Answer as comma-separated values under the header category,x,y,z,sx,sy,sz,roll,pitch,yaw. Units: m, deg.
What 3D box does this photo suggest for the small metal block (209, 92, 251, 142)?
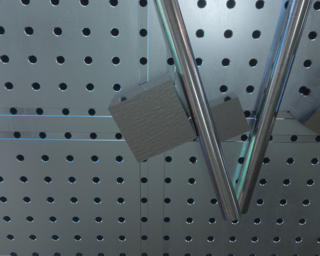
category,x,y,z,sx,sy,sz,roll,pitch,yaw
small metal block,0.084,-0.013,0.409,0.050,0.025,0.050,-23,109,8

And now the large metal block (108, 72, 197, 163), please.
category,x,y,z,sx,sy,sz,roll,pitch,yaw
large metal block,-0.008,-0.014,0.395,0.080,0.050,0.080,-24,109,8

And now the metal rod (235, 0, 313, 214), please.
category,x,y,z,sx,sy,sz,roll,pitch,yaw
metal rod,0.141,-0.018,0.407,0.025,0.025,0.298,9,110,-3

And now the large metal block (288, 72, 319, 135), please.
category,x,y,z,sx,sy,sz,roll,pitch,yaw
large metal block,0.229,-0.024,0.393,0.080,0.050,0.080,29,107,-10

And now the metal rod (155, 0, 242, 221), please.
category,x,y,z,sx,sy,sz,roll,pitch,yaw
metal rod,0.048,-0.024,0.379,0.025,0.025,0.298,-17,100,6
